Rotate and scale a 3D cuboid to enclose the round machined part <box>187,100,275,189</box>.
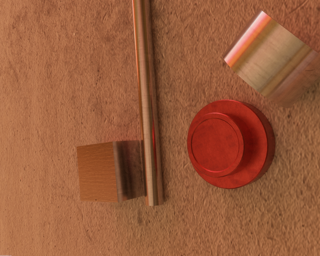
[{"bbox_3d":[0.069,0.018,0.337,0.098,0.042,0.097,0,90,40],"label":"round machined part"}]

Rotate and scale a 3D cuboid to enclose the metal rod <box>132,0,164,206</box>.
[{"bbox_3d":[-0.018,-0.048,0.419,0.025,0.025,0.298,-7,86,40],"label":"metal rod"}]

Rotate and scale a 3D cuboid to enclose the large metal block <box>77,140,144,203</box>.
[{"bbox_3d":[-0.073,0.062,0.449,0.080,0.050,0.080,-9,84,39],"label":"large metal block"}]

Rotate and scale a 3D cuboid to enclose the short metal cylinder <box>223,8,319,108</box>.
[{"bbox_3d":[0.105,-0.063,0.282,0.080,0.081,0.050,52,121,27],"label":"short metal cylinder"}]
